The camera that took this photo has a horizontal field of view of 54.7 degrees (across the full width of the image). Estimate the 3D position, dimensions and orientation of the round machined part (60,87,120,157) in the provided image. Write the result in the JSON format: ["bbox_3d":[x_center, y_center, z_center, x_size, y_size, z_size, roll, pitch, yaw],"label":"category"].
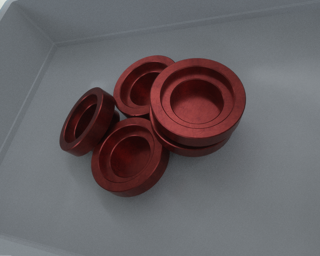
[{"bbox_3d":[-0.093,-0.005,0.432,0.098,0.042,0.098,-31,41,33],"label":"round machined part"}]

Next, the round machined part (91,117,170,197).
[{"bbox_3d":[-0.033,0.039,0.385,0.098,0.042,0.098,-13,56,21],"label":"round machined part"}]

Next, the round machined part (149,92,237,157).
[{"bbox_3d":[0.038,-0.011,0.366,0.099,0.042,0.098,-1,63,2],"label":"round machined part"}]

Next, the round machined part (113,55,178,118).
[{"bbox_3d":[-0.012,-0.049,0.428,0.098,0.042,0.098,-13,56,21],"label":"round machined part"}]

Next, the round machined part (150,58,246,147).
[{"bbox_3d":[0.040,-0.024,0.337,0.099,0.042,0.098,-1,64,3],"label":"round machined part"}]
